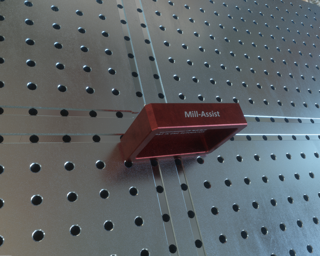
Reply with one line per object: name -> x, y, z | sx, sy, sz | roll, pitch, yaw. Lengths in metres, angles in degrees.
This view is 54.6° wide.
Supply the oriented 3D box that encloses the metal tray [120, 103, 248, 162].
metal tray -> 0.028, 0.006, 0.377 | 0.131, 0.090, 0.030 | -3, 63, -29
